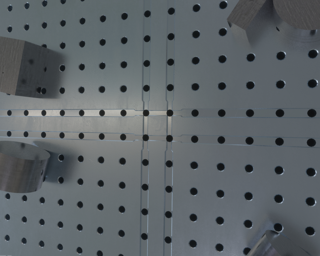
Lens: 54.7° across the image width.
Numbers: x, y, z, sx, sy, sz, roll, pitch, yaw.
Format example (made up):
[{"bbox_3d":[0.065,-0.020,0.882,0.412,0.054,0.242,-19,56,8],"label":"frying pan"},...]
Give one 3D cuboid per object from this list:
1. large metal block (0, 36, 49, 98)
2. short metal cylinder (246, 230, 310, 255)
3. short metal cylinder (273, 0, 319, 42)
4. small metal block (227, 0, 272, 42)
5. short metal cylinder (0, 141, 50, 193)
[{"bbox_3d":[-0.229,-0.095,0.480,0.080,0.050,0.079,14,95,19],"label":"large metal block"},{"bbox_3d":[0.134,0.158,0.336,0.080,0.080,0.050,36,102,16],"label":"short metal cylinder"},{"bbox_3d":[0.167,-0.140,0.340,0.080,0.050,0.079,0,90,20],"label":"short metal cylinder"},{"bbox_3d":[0.106,-0.135,0.362,0.025,0.050,0.050,37,102,16],"label":"small metal block"},{"bbox_3d":[-0.210,0.056,0.457,0.080,0.080,0.050,20,97,19],"label":"short metal cylinder"}]
